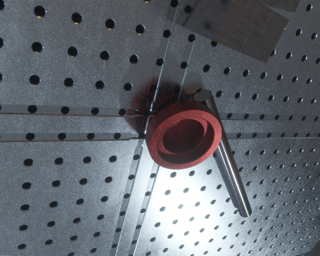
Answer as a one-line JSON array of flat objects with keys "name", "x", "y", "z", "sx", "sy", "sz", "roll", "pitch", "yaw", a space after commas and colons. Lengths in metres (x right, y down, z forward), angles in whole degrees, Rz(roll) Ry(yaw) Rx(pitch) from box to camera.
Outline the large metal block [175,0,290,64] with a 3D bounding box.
[{"name": "large metal block", "x": 0.078, "y": -0.118, "z": 0.345, "sx": 0.081, "sy": 0.080, "sz": 0.050, "roll": 11, "pitch": 113, "yaw": -33}]

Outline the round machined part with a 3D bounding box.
[{"name": "round machined part", "x": 0.028, "y": 0.005, "z": 0.411, "sx": 0.099, "sy": 0.042, "sz": 0.097, "roll": -9, "pitch": 127, "yaw": -12}]

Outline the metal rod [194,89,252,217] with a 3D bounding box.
[{"name": "metal rod", "x": 0.112, "y": 0.059, "z": 0.508, "sx": 0.025, "sy": 0.025, "sz": 0.299, "roll": -33, "pitch": 129, "yaw": -7}]

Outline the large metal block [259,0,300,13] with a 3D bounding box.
[{"name": "large metal block", "x": 0.098, "y": -0.165, "z": 0.327, "sx": 0.081, "sy": 0.080, "sz": 0.050, "roll": 5, "pitch": 116, "yaw": -31}]
